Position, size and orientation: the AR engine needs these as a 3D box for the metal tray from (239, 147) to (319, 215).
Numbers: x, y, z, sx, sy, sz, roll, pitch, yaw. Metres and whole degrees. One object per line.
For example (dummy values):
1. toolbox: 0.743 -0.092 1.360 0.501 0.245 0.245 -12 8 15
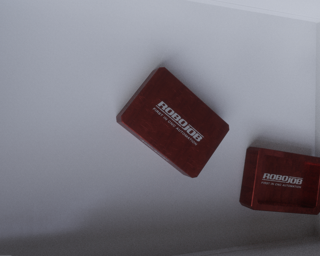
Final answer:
1. metal tray: 0.191 0.082 0.478 0.131 0.030 0.090 10 87 -20

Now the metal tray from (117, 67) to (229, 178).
1. metal tray: 0.020 -0.006 0.415 0.130 0.030 0.090 40 77 -16
